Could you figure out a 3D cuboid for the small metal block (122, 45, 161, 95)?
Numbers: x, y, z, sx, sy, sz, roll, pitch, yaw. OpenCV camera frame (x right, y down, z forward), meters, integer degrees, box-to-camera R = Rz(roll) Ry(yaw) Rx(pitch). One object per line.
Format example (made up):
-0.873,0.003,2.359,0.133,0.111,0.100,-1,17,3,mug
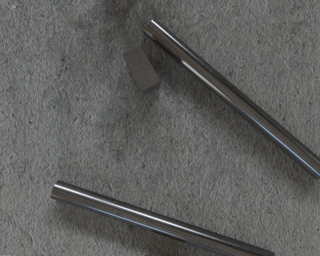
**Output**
-0.023,-0.072,0.397,0.025,0.050,0.050,-29,90,0,small metal block

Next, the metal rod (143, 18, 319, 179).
0.101,-0.038,0.411,0.300,0.025,0.025,40,90,-1,metal rod

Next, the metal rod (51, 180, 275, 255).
0.005,0.129,0.410,0.302,0.025,0.025,19,90,-1,metal rod
